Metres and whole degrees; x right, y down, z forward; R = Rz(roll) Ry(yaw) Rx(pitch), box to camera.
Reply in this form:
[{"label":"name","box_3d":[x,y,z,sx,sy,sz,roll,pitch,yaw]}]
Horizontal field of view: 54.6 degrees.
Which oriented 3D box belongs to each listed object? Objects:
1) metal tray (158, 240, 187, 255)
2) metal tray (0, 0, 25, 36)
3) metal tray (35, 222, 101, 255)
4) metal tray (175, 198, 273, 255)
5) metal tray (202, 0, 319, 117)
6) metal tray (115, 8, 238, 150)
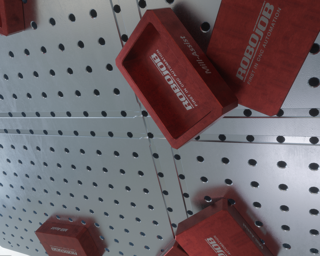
[{"label":"metal tray","box_3d":[0.040,0.248,0.541,0.090,0.030,0.129,35,129,5]},{"label":"metal tray","box_3d":[-0.251,-0.190,0.423,0.130,0.030,0.089,22,127,14]},{"label":"metal tray","box_3d":[-0.199,0.252,0.670,0.130,0.030,0.090,-5,116,30]},{"label":"metal tray","box_3d":[0.096,0.176,0.449,0.090,0.030,0.130,-36,99,20]},{"label":"metal tray","box_3d":[0.098,-0.085,0.304,0.090,0.030,0.129,24,127,13]},{"label":"metal tray","box_3d":[0.013,-0.052,0.339,0.130,0.030,0.090,56,138,8]}]
